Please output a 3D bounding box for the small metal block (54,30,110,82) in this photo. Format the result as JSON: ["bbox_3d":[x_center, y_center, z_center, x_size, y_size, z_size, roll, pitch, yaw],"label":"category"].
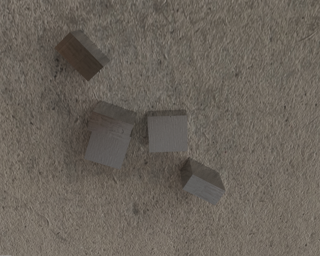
[{"bbox_3d":[-0.089,-0.086,0.364,0.025,0.050,0.050,-40,105,13],"label":"small metal block"}]

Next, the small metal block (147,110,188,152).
[{"bbox_3d":[0.010,0.004,0.411,0.050,0.025,0.050,-2,110,0],"label":"small metal block"}]

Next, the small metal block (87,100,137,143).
[{"bbox_3d":[-0.059,-0.009,0.392,0.050,0.050,0.025,19,109,-7],"label":"small metal block"}]

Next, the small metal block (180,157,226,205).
[{"bbox_3d":[0.057,0.072,0.423,0.050,0.050,0.025,28,108,-10],"label":"small metal block"}]

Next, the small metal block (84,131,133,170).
[{"bbox_3d":[-0.069,0.022,0.417,0.050,0.025,0.050,18,109,-7],"label":"small metal block"}]
